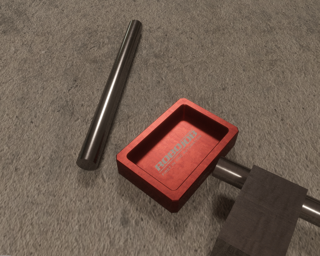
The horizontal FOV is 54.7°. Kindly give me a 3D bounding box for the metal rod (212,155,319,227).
[{"bbox_3d":[0.195,0.102,0.306,0.301,0.025,0.025,25,54,14],"label":"metal rod"}]

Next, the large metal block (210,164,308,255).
[{"bbox_3d":[0.088,0.095,0.289,0.050,0.080,0.080,25,54,19],"label":"large metal block"}]

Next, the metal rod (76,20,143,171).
[{"bbox_3d":[-0.065,-0.070,0.460,0.025,0.025,0.300,7,50,5],"label":"metal rod"}]

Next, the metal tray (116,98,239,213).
[{"bbox_3d":[0.023,0.027,0.377,0.090,0.030,0.131,33,57,24],"label":"metal tray"}]
